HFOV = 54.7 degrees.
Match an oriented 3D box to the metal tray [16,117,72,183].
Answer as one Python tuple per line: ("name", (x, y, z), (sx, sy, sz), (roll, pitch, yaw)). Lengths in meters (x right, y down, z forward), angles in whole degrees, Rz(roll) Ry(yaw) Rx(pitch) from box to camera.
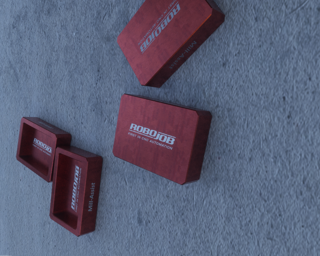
("metal tray", (-0.223, 0.037, 0.585), (0.130, 0.030, 0.089), (20, 103, 38))

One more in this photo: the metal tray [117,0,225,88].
("metal tray", (0.008, -0.125, 0.396), (0.129, 0.030, 0.090), (-43, 64, 31))

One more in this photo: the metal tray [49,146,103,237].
("metal tray", (-0.143, 0.102, 0.519), (0.090, 0.030, 0.129), (13, 98, 39))

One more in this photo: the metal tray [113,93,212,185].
("metal tray", (-0.003, 0.010, 0.404), (0.130, 0.030, 0.089), (17, 101, 38))
